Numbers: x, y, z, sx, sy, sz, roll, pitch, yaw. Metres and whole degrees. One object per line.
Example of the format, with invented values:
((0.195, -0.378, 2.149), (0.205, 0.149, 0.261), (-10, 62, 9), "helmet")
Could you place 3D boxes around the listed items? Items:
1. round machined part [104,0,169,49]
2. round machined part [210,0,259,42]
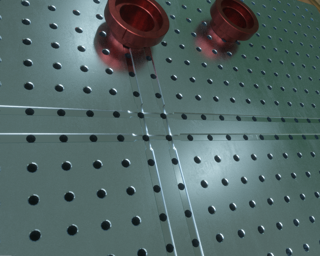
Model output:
((-0.039, -0.162, 0.477), (0.099, 0.042, 0.098), (14, 56, -21), "round machined part")
((0.139, -0.206, 0.600), (0.099, 0.042, 0.098), (14, 56, -21), "round machined part")
